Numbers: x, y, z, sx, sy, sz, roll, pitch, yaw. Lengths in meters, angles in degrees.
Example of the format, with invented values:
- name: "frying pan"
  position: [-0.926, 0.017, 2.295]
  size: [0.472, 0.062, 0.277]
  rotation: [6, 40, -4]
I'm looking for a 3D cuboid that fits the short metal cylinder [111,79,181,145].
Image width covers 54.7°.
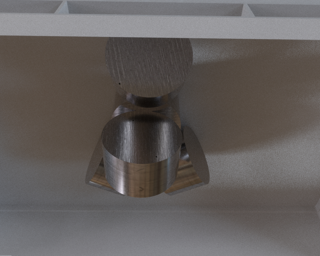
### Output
- name: "short metal cylinder"
  position: [-0.016, -0.018, 0.373]
  size: [0.081, 0.050, 0.079]
  rotation: [0, 130, 0]

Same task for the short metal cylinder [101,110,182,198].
- name: "short metal cylinder"
  position: [-0.019, 0.025, 0.326]
  size: [0.081, 0.080, 0.050]
  rotation: [2, 130, -2]

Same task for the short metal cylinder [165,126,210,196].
- name: "short metal cylinder"
  position: [0.026, 0.043, 0.408]
  size: [0.050, 0.080, 0.080]
  rotation: [-22, 127, 18]

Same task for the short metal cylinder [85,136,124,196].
- name: "short metal cylinder"
  position: [-0.058, 0.043, 0.406]
  size: [0.050, 0.080, 0.080]
  rotation: [23, 126, -18]

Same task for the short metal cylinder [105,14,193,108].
- name: "short metal cylinder"
  position: [-0.011, -0.064, 0.308]
  size: [0.081, 0.080, 0.050]
  rotation: [3, 173, -3]
